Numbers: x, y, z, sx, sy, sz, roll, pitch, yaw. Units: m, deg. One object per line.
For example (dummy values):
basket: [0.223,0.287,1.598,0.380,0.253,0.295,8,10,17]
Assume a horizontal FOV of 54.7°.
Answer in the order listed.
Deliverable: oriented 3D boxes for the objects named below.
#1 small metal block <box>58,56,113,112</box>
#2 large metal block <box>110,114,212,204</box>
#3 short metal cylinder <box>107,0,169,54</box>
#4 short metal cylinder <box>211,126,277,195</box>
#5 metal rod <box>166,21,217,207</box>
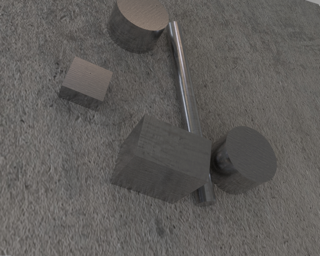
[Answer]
small metal block: [-0.092,-0.055,0.388,0.050,0.025,0.050,22,54,-15]
large metal block: [0.000,0.038,0.345,0.080,0.080,0.050,22,54,-15]
short metal cylinder: [-0.034,-0.160,0.467,0.081,0.050,0.080,14,56,-21]
short metal cylinder: [0.109,0.044,0.419,0.081,0.050,0.080,14,56,-21]
metal rod: [0.040,-0.038,0.448,0.025,0.025,0.299,7,59,-25]
